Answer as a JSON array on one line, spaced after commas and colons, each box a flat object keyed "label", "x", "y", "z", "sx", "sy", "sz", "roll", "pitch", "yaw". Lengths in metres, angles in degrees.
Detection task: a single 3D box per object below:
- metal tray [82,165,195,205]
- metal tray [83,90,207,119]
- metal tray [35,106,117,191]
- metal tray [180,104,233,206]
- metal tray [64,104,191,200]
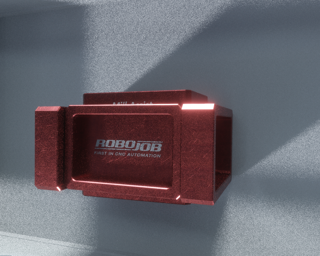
[{"label": "metal tray", "x": -0.016, "y": 0.064, "z": 0.378, "sx": 0.130, "sy": 0.090, "sz": 0.030, "roll": 0, "pitch": 90, "yaw": 20}, {"label": "metal tray", "x": -0.015, "y": -0.026, "z": 0.378, "sx": 0.130, "sy": 0.090, "sz": 0.030, "roll": 0, "pitch": 91, "yaw": 20}, {"label": "metal tray", "x": -0.098, "y": 0.021, "z": 0.388, "sx": 0.030, "sy": 0.130, "sz": 0.089, "roll": 1, "pitch": 91, "yaw": 20}, {"label": "metal tray", "x": 0.054, "y": 0.022, "z": 0.333, "sx": 0.030, "sy": 0.130, "sz": 0.089, "roll": 1, "pitch": 91, "yaw": 20}, {"label": "metal tray", "x": -0.035, "y": 0.021, "z": 0.323, "sx": 0.130, "sy": 0.030, "sz": 0.089, "roll": 1, "pitch": 90, "yaw": 19}]
